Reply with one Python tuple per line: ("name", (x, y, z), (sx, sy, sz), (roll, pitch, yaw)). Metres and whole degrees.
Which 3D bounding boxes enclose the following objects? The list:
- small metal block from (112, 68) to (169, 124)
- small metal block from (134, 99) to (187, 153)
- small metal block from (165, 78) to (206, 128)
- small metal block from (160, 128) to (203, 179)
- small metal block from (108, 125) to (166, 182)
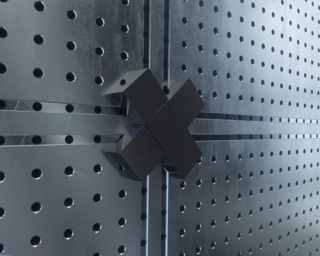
("small metal block", (-0.024, -0.040, 0.391), (0.050, 0.025, 0.050), (-49, 119, -29))
("small metal block", (0.002, -0.002, 0.412), (0.050, 0.025, 0.050), (-49, 119, -29))
("small metal block", (0.031, -0.035, 0.437), (0.050, 0.025, 0.050), (-49, 119, -29))
("small metal block", (0.027, 0.035, 0.434), (0.050, 0.025, 0.050), (-49, 119, -29))
("small metal block", (-0.027, 0.031, 0.388), (0.050, 0.025, 0.050), (-49, 119, -29))
